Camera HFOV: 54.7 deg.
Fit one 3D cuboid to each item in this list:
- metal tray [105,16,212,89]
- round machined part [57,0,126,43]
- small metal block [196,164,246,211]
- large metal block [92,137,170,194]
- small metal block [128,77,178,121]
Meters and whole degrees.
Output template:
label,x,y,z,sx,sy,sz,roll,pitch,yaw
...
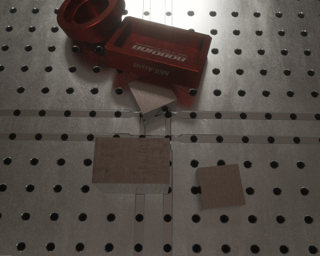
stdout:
label,x,y,z,sx,sy,sz,roll,pitch,yaw
metal tray,0.000,-0.108,0.431,0.131,0.030,0.090,15,49,5
round machined part,-0.095,-0.163,0.450,0.098,0.042,0.098,-9,58,16
small metal block,0.074,0.074,0.386,0.050,0.025,0.050,-5,70,-3
large metal block,-0.030,0.047,0.365,0.081,0.080,0.050,1,70,0
small metal block,-0.010,-0.045,0.428,0.050,0.025,0.050,-24,72,-9
